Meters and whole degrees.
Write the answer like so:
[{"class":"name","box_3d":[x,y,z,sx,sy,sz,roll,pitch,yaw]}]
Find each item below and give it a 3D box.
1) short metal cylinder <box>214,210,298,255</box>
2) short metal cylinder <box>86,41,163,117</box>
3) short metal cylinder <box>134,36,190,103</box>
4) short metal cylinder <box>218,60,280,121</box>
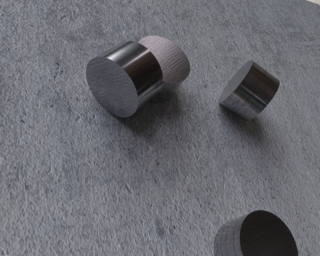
[{"class":"short metal cylinder","box_3d":[0.111,0.142,0.360,0.081,0.050,0.080,14,56,-21]},{"class":"short metal cylinder","box_3d":[-0.044,-0.060,0.382,0.080,0.080,0.050,44,51,2]},{"class":"short metal cylinder","box_3d":[-0.005,-0.082,0.434,0.081,0.050,0.080,14,56,-21]},{"class":"short metal cylinder","box_3d":[0.135,-0.057,0.476,0.050,0.080,0.080,36,51,-5]}]
